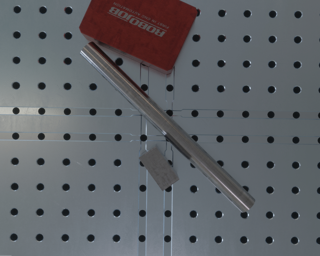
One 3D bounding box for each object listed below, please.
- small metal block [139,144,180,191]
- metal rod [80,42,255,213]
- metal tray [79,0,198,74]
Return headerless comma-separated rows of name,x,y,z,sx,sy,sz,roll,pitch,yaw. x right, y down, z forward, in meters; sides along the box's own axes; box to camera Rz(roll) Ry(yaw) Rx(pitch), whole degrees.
small metal block,-0.001,0.049,0.401,0.025,0.050,0.050,-36,90,0
metal rod,0.010,-0.001,0.413,0.300,0.025,0.025,44,90,0
metal tray,-0.028,-0.139,0.411,0.131,0.030,0.090,24,90,0
